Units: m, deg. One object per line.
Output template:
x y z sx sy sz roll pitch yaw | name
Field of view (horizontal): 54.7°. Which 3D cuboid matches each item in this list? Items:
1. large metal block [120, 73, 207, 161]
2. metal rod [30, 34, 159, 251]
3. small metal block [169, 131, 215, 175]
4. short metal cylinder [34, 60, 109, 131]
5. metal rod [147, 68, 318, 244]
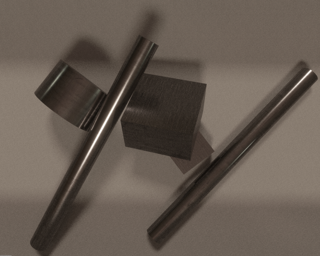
0.007 -0.015 0.373 0.080 0.050 0.080 12 52 10 | large metal block
-0.086 0.028 0.375 0.025 0.025 0.298 30 104 -1 | metal rod
0.035 0.025 0.412 0.050 0.025 0.050 -37 91 0 | small metal block
-0.104 -0.039 0.383 0.080 0.080 0.050 38 90 -1 | short metal cylinder
0.096 0.036 0.412 0.025 0.025 0.300 44 90 -1 | metal rod
